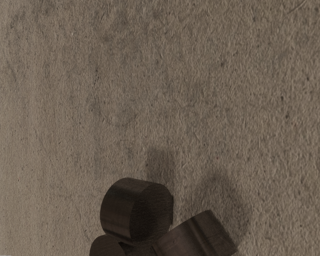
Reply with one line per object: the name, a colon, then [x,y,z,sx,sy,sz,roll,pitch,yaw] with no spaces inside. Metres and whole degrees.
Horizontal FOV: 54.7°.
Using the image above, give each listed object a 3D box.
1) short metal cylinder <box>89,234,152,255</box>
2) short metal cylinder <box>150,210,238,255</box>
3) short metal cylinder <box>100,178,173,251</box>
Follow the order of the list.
short metal cylinder: [-0.053,0.183,0.430,0.080,0.050,0.079,0,90,39]
short metal cylinder: [0.036,0.133,0.338,0.080,0.081,0.050,-48,62,29]
short metal cylinder: [-0.028,0.106,0.390,0.050,0.081,0.079,3,92,40]
